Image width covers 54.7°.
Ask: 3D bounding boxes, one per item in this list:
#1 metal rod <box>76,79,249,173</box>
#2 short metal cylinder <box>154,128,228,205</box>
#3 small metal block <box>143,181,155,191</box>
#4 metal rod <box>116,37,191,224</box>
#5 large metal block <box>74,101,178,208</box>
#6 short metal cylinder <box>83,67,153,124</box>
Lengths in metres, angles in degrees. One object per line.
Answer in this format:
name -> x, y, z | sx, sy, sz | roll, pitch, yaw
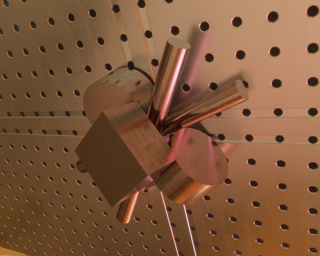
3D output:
metal rod -> -0.019, 0.011, 0.423 | 0.299, 0.025, 0.025 | -26, 105, 37
short metal cylinder -> 0.036, 0.047, 0.381 | 0.080, 0.080, 0.050 | 40, 130, 1
small metal block -> -0.018, 0.058, 0.452 | 0.050, 0.025, 0.050 | -31, 101, 38
metal rod -> -0.019, 0.027, 0.401 | 0.025, 0.025, 0.298 | 27, 128, 11
large metal block -> -0.040, 0.030, 0.348 | 0.080, 0.050, 0.080 | 54, 131, 12
short metal cylinder -> -0.050, -0.031, 0.397 | 0.080, 0.050, 0.079 | 13, 124, 21
